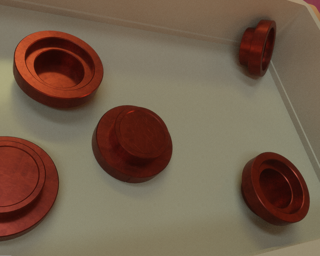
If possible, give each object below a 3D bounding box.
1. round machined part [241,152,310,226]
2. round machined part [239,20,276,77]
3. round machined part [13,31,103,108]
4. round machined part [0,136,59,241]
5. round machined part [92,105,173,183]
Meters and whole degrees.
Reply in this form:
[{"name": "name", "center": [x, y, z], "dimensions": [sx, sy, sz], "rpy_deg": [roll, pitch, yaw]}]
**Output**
[{"name": "round machined part", "center": [0.153, 0.086, 0.427], "dimensions": [0.099, 0.042, 0.098], "rpy_deg": [14, 56, -21]}, {"name": "round machined part", "center": [0.173, -0.143, 0.555], "dimensions": [0.042, 0.097, 0.098], "rpy_deg": [16, 45, 26]}, {"name": "round machined part", "center": [-0.121, -0.065, 0.370], "dimensions": [0.099, 0.042, 0.098], "rpy_deg": [14, 56, -21]}, {"name": "round machined part", "center": [-0.145, 0.050, 0.287], "dimensions": [0.099, 0.042, 0.098], "rpy_deg": [14, 56, -21]}, {"name": "round machined part", "center": [-0.028, 0.013, 0.373], "dimensions": [0.099, 0.042, 0.098], "rpy_deg": [14, 56, -21]}]
